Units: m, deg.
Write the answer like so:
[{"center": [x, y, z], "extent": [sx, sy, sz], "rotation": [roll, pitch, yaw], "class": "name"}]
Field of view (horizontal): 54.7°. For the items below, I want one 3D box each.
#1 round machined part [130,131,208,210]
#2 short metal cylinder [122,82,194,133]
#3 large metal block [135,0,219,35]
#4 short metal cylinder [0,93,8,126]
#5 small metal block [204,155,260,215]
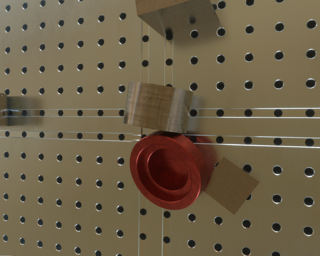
[{"center": [0.014, 0.048, 0.387], "extent": [0.098, 0.042, 0.097], "rotation": [11, 113, 29], "class": "round machined part"}, {"center": [-0.002, -0.025, 0.383], "extent": [0.080, 0.080, 0.050], "rotation": [11, 94, 19], "class": "short metal cylinder"}, {"center": [0.022, -0.157, 0.375], "extent": [0.080, 0.080, 0.050], "rotation": [-9, 87, 19], "class": "large metal block"}, {"center": [-0.281, -0.027, 0.480], "extent": [0.080, 0.080, 0.050], "rotation": [-2, 90, 19], "class": "short metal cylinder"}, {"center": [0.087, 0.069, 0.382], "extent": [0.050, 0.025, 0.050], "rotation": [37, 101, 16], "class": "small metal block"}]
